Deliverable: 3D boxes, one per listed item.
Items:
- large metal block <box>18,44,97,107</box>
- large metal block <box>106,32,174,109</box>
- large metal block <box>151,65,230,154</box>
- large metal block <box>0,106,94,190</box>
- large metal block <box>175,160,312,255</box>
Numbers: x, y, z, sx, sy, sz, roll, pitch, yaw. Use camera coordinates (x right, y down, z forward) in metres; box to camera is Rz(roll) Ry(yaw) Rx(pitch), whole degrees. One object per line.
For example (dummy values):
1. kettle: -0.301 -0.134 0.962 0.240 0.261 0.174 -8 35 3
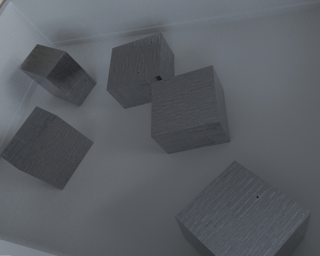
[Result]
1. large metal block: -0.166 -0.086 0.508 0.080 0.080 0.050 21 73 35
2. large metal block: -0.026 -0.082 0.452 0.080 0.050 0.080 -12 57 21
3. large metal block: 0.037 -0.021 0.382 0.080 0.050 0.080 -13 56 20
4. large metal block: -0.154 0.029 0.431 0.050 0.080 0.080 21 73 35
5. large metal block: 0.074 0.090 0.283 0.080 0.050 0.080 -39 49 -18
